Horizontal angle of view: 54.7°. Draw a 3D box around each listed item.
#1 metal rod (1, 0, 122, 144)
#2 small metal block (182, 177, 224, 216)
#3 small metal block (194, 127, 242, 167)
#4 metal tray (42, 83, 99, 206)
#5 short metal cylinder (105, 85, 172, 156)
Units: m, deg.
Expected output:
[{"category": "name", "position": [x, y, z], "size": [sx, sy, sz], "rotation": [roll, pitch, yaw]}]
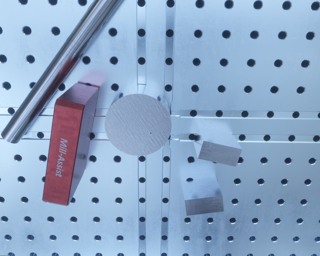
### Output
[{"category": "metal rod", "position": [-0.105, -0.096, 0.376], "size": [0.025, 0.025, 0.299], "rotation": [38, 105, -13]}, {"category": "small metal block", "position": [0.059, 0.095, 0.436], "size": [0.050, 0.050, 0.025], "rotation": [-7, 110, 2]}, {"category": "small metal block", "position": [0.075, 0.024, 0.410], "size": [0.050, 0.050, 0.025], "rotation": [12, 110, -5]}, {"category": "metal tray", "position": [-0.109, 0.018, 0.383], "size": [0.030, 0.090, 0.129], "rotation": [13, 110, -5]}, {"category": "short metal cylinder", "position": [-0.026, -0.011, 0.396], "size": [0.081, 0.050, 0.079], "rotation": [0, 110, -1]}]
